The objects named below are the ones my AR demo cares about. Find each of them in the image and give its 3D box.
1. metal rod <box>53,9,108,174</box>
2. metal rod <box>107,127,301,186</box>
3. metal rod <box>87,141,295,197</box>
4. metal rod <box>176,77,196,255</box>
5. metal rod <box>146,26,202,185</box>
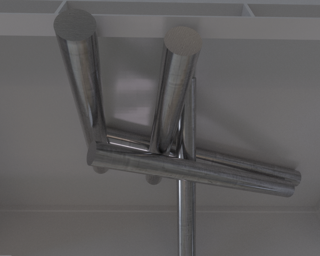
[{"bbox_3d":[-0.069,-0.003,0.322,0.025,0.025,0.299,6,156,-5],"label":"metal rod"},{"bbox_3d":[0.065,0.043,0.446,0.302,0.025,0.025,13,129,-12],"label":"metal rod"},{"bbox_3d":[0.060,0.057,0.378,0.302,0.025,0.025,14,130,-30],"label":"metal rod"},{"bbox_3d":[0.034,0.085,0.402,0.025,0.025,0.298,-1,106,1],"label":"metal rod"},{"bbox_3d":[0.003,0.009,0.334,0.025,0.025,0.299,4,154,-3],"label":"metal rod"}]
